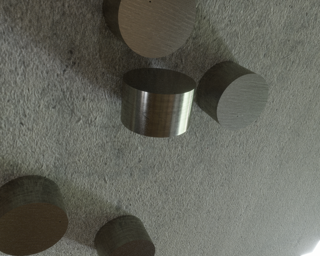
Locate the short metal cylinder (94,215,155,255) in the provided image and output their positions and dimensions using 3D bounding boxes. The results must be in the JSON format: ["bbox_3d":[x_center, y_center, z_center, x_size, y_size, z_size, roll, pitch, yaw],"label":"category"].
[{"bbox_3d":[-0.054,0.181,0.473,0.081,0.050,0.079,-14,124,-21],"label":"short metal cylinder"}]

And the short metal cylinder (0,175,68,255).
[{"bbox_3d":[-0.156,0.104,0.370,0.081,0.050,0.079,-14,124,-21],"label":"short metal cylinder"}]

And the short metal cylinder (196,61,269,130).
[{"bbox_3d":[0.096,-0.044,0.416,0.081,0.050,0.079,-14,124,-21],"label":"short metal cylinder"}]

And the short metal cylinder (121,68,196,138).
[{"bbox_3d":[-0.003,-0.031,0.350,0.081,0.080,0.050,-8,122,-24],"label":"short metal cylinder"}]

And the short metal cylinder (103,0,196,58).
[{"bbox_3d":[-0.011,-0.117,0.312,0.081,0.050,0.079,-14,124,-21],"label":"short metal cylinder"}]
